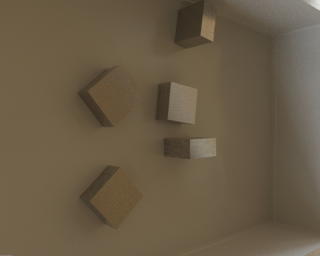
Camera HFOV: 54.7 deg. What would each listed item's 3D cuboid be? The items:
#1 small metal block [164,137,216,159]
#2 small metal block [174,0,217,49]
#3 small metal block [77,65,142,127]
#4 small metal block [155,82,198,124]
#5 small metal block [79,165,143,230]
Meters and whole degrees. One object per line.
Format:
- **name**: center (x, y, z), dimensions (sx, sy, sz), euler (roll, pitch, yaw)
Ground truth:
- **small metal block**: center (0.041, 0.026, 0.425), dimensions (0.050, 0.050, 0.025), euler (-2, 92, -40)
- **small metal block**: center (0.049, -0.143, 0.431), dimensions (0.025, 0.050, 0.050), euler (12, 83, -40)
- **small metal block**: center (-0.057, -0.036, 0.358), dimensions (0.050, 0.025, 0.050), euler (-48, 119, -29)
- **small metal block**: center (0.023, -0.033, 0.426), dimensions (0.050, 0.025, 0.050), euler (9, 85, -40)
- **small metal block**: center (-0.055, 0.080, 0.360), dimensions (0.050, 0.025, 0.050), euler (-49, 119, -29)
